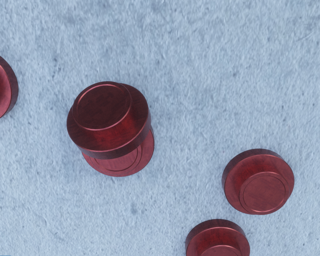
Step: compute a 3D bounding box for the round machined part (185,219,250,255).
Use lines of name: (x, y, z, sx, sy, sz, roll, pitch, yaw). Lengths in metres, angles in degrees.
round machined part: (0.089, 0.192, 0.473, 0.099, 0.042, 0.097, 0, 110, -1)

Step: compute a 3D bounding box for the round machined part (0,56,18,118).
round machined part: (-0.232, -0.049, 0.379, 0.099, 0.042, 0.097, 0, 110, -1)

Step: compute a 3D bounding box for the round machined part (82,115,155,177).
round machined part: (-0.056, 0.022, 0.408, 0.099, 0.042, 0.097, 0, 110, -1)

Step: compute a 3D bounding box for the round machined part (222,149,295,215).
round machined part: (0.139, 0.081, 0.433, 0.099, 0.042, 0.097, 0, 110, -1)

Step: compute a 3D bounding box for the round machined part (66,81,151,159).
round machined part: (-0.062, -0.016, 0.362, 0.099, 0.098, 0.042, -10, 147, 3)
